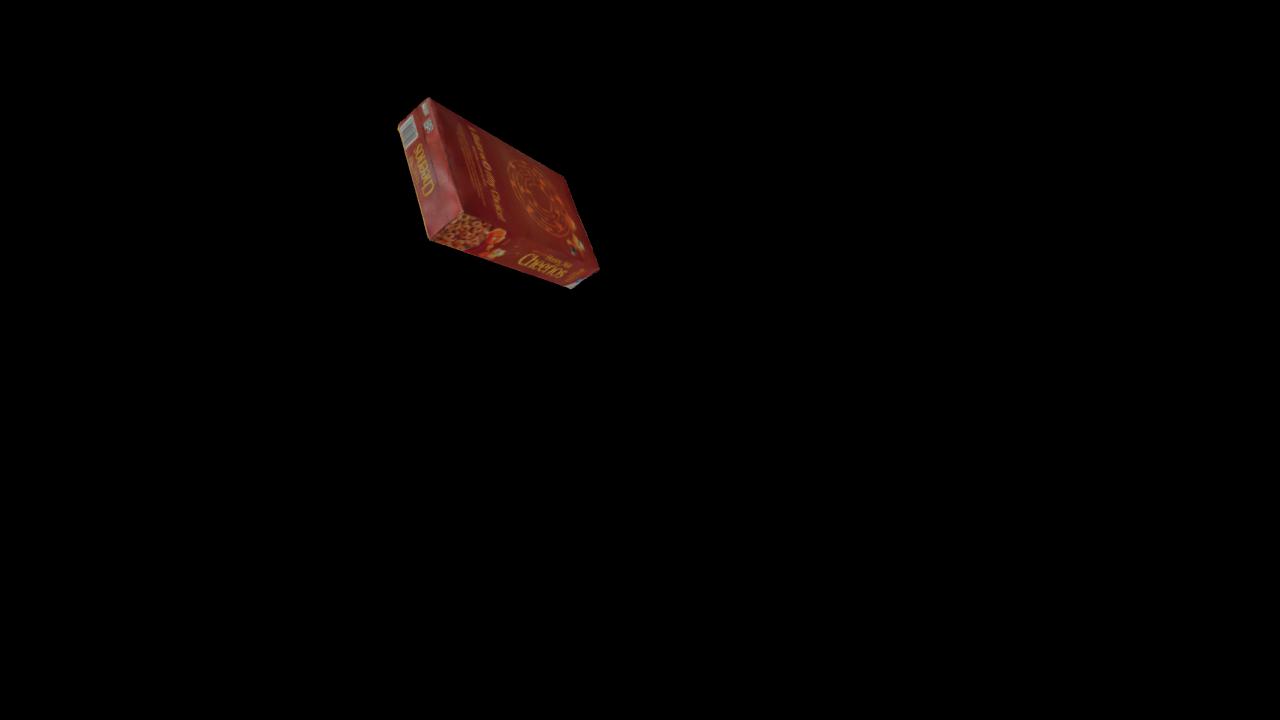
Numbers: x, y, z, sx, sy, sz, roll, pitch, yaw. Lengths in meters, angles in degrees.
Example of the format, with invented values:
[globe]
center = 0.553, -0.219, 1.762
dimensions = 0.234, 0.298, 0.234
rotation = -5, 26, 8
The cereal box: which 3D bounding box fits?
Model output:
[cereal box]
center = -0.203, -0.238, 0.942
dimensions = 0.081, 0.203, 0.306
rotation = -30, -21, 24
